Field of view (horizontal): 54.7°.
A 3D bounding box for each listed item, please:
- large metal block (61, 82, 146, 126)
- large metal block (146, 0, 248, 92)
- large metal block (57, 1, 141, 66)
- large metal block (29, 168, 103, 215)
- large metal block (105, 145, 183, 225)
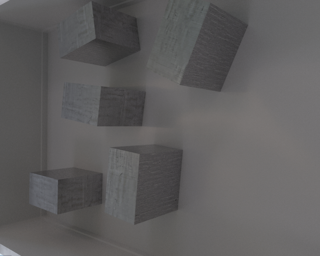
[{"bbox_3d":[-0.079,-0.033,0.437,0.080,0.081,0.050,12,98,39],"label":"large metal block"},{"bbox_3d":[0.041,-0.089,0.337,0.050,0.081,0.079,32,110,35],"label":"large metal block"},{"bbox_3d":[-0.087,-0.130,0.443,0.080,0.081,0.050,-12,82,39],"label":"large metal block"},{"bbox_3d":[-0.150,0.096,0.495,0.080,0.081,0.050,3,92,40],"label":"large metal block"},{"bbox_3d":[-0.019,0.065,0.386,0.050,0.081,0.079,8,95,40],"label":"large metal block"}]
